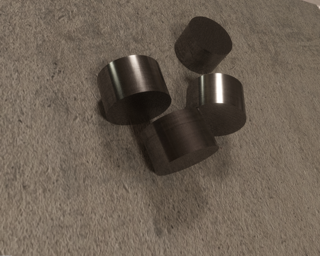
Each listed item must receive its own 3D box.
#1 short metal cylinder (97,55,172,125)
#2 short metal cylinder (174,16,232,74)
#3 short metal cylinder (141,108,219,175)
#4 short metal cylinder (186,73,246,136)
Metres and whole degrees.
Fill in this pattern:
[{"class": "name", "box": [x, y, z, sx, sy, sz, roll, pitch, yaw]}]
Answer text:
[{"class": "short metal cylinder", "box": [-0.032, -0.044, 0.380, 0.081, 0.080, 0.050, -4, 64, -31]}, {"class": "short metal cylinder", "box": [0.071, -0.136, 0.511, 0.081, 0.050, 0.080, 14, 56, -21]}, {"class": "short metal cylinder", "box": [0.023, 0.018, 0.372, 0.081, 0.080, 0.050, -11, 68, -33]}, {"class": "short metal cylinder", "box": [0.077, -0.030, 0.430, 0.081, 0.080, 0.050, 17, 55, -19]}]
